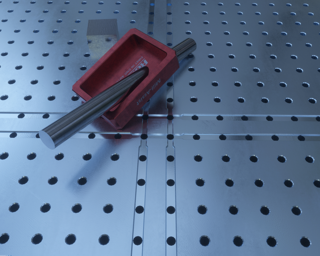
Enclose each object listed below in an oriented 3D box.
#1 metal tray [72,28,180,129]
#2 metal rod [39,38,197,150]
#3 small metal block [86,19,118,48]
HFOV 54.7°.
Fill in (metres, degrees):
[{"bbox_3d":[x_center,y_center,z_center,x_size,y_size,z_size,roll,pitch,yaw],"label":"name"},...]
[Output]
[{"bbox_3d":[-0.047,-0.073,0.438,0.090,0.030,0.130,37,78,26],"label":"metal tray"},{"bbox_3d":[-0.036,-0.064,0.431,0.025,0.025,0.302,29,47,22],"label":"metal rod"},{"bbox_3d":[-0.101,-0.168,0.548,0.050,0.025,0.050,-3,50,-3],"label":"small metal block"}]
